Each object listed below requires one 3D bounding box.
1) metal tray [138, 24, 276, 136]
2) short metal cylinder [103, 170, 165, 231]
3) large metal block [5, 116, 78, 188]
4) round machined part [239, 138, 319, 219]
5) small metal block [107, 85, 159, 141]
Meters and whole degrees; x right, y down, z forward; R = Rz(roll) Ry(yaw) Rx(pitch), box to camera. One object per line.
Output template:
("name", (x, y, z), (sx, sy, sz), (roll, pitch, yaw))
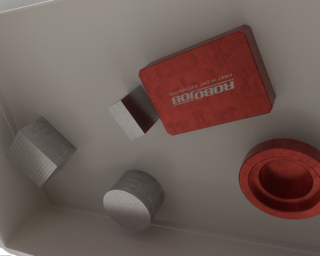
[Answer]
("metal tray", (0.050, -0.048, 0.349), (0.130, 0.030, 0.090), (-15, 111, 33))
("short metal cylinder", (-0.040, 0.112, 0.481), (0.080, 0.050, 0.079), (13, 124, 20))
("large metal block", (-0.200, 0.041, 0.520), (0.080, 0.050, 0.080), (44, 129, -3))
("round machined part", (0.144, 0.053, 0.354), (0.098, 0.042, 0.097), (13, 124, 20))
("small metal block", (-0.031, -0.020, 0.395), (0.025, 0.050, 0.050), (-26, 104, 37))
